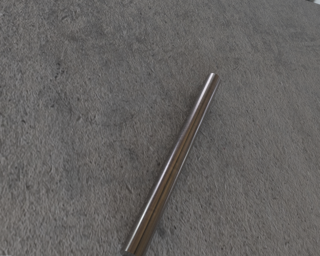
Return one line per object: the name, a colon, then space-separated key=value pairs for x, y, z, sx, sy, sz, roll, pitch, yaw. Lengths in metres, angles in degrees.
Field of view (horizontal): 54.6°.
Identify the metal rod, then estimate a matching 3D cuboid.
metal rod: x=0.028 y=0.026 z=0.402 sx=0.025 sy=0.025 sz=0.301 roll=34 pitch=51 yaw=-6
